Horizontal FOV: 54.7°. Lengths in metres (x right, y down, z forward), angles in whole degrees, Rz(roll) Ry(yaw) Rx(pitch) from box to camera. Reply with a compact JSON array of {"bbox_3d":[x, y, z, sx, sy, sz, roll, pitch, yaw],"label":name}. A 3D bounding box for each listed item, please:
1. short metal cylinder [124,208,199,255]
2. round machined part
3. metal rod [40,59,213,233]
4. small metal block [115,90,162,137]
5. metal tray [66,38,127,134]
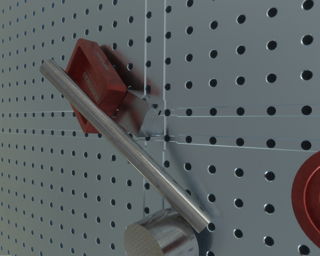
[{"bbox_3d":[0.000,0.146,0.379,0.080,0.050,0.079,17,114,45],"label":"short metal cylinder"},{"bbox_3d":[0.168,0.060,0.260,0.098,0.042,0.097,0,90,39],"label":"round machined part"},{"bbox_3d":[-0.052,0.014,0.399,0.300,0.025,0.025,44,117,13],"label":"metal rod"},{"bbox_3d":[-0.031,-0.021,0.433,0.050,0.025,0.050,33,110,34],"label":"small metal block"},{"bbox_3d":[-0.106,-0.065,0.473,0.089,0.030,0.130,-57,49,28],"label":"metal tray"}]
